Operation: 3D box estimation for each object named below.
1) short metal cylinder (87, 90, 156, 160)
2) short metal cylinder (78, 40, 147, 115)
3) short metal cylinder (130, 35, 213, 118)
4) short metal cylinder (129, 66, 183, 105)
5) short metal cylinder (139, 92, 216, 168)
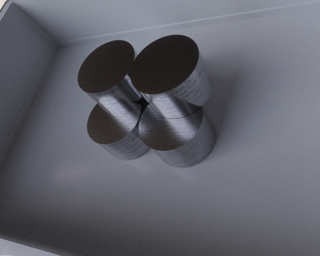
[{"bbox_3d":[-0.049,-0.004,0.416,0.080,0.050,0.080,-13,56,21],"label":"short metal cylinder"},{"bbox_3d":[-0.055,-0.063,0.391,0.080,0.050,0.080,-13,56,21],"label":"short metal cylinder"},{"bbox_3d":[0.014,-0.058,0.350,0.080,0.050,0.080,-13,56,21],"label":"short metal cylinder"},{"bbox_3d":[0.006,-0.062,0.423,0.080,0.050,0.080,-13,56,21],"label":"short metal cylinder"},{"bbox_3d":[0.022,0.002,0.375,0.080,0.050,0.080,-13,56,21],"label":"short metal cylinder"}]
